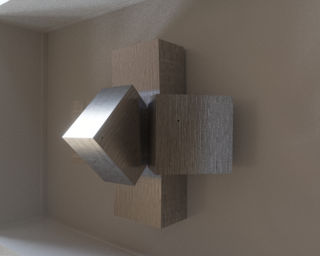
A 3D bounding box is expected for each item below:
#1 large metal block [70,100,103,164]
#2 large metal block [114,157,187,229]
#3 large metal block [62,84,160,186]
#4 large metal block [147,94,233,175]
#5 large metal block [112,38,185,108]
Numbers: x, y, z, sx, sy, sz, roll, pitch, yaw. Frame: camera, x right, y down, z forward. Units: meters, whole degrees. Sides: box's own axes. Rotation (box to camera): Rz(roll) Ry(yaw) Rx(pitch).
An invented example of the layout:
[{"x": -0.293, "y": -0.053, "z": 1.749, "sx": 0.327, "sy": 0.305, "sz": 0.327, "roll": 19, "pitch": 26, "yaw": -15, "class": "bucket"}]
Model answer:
[{"x": -0.085, "y": 0.005, "z": 0.430, "sx": 0.050, "sy": 0.080, "sz": 0.080, "roll": -1, "pitch": 90, "yaw": 4, "class": "large metal block"}, {"x": -0.013, "y": 0.075, "z": 0.400, "sx": 0.080, "sy": 0.050, "sz": 0.080, "roll": 1, "pitch": 91, "yaw": 40, "class": "large metal block"}, {"x": -0.049, "y": 0.008, "z": 0.358, "sx": 0.050, "sy": 0.080, "sz": 0.080, "roll": -1, "pitch": 46, "yaw": 39, "class": "large metal block"}, {"x": 0.031, "y": 0.006, "z": 0.335, "sx": 0.050, "sy": 0.081, "sz": 0.079, "roll": -174, "pitch": 84, "yaw": -78, "class": "large metal block"}, {"x": -0.016, "y": -0.062, "z": 0.398, "sx": 0.080, "sy": 0.050, "sz": 0.080, "roll": -2, "pitch": 89, "yaw": 40, "class": "large metal block"}]
